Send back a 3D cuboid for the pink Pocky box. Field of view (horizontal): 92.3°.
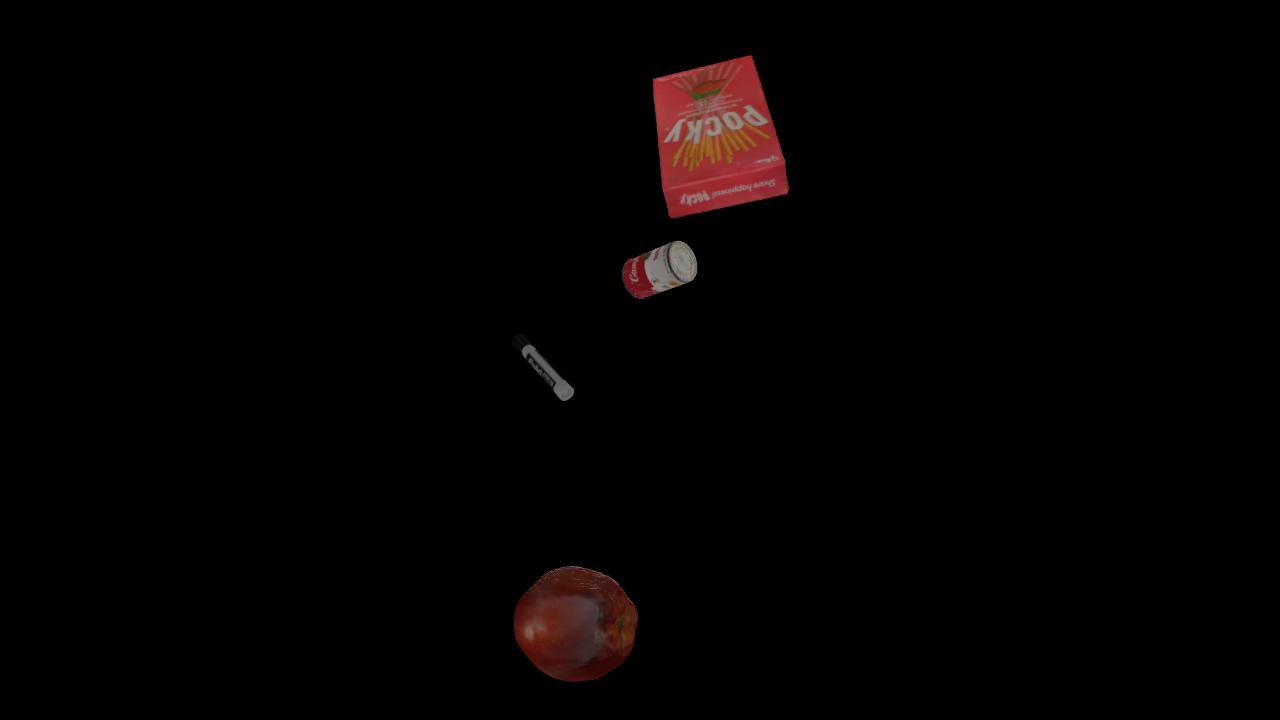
[{"bbox_3d":[0.055,-0.171,0.460,0.084,0.155,0.029,-10,-39,10],"label":"pink Pocky box"}]

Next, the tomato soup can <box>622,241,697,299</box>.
[{"bbox_3d":[0.031,-0.139,0.958,0.101,0.068,0.068,-13,-9,43],"label":"tomato soup can"}]

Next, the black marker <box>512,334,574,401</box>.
[{"bbox_3d":[-0.116,0.005,0.716,0.020,0.020,0.121,0,33,-44],"label":"black marker"}]

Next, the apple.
[{"bbox_3d":[-0.047,0.192,0.445,0.093,0.079,0.079,-16,-8,31],"label":"apple"}]
